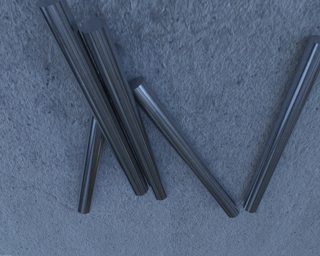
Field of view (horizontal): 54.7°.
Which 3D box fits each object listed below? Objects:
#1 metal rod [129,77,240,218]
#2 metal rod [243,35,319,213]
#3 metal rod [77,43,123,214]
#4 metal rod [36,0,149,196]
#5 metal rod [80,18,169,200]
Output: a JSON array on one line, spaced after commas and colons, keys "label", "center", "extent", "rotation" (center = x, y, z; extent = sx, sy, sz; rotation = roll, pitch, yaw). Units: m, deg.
[{"label": "metal rod", "center": [0.048, 0.045, 0.446], "extent": [0.025, 0.025, 0.300], "rotation": [-25, 126, 19]}, {"label": "metal rod", "center": [0.162, 0.020, 0.426], "extent": [0.025, 0.025, 0.298], "rotation": [3, 130, -3]}, {"label": "metal rod", "center": [-0.089, 0.024, 0.425], "extent": [0.025, 0.025, 0.298], "rotation": [11, 129, -10]}, {"label": "metal rod", "center": [-0.061, -0.008, 0.368], "extent": [0.025, 0.025, 0.299], "rotation": [-10, 136, 8]}, {"label": "metal rod", "center": [-0.030, 0.006, 0.391], "extent": [0.025, 0.025, 0.299], "rotation": [-10, 136, 8]}]
